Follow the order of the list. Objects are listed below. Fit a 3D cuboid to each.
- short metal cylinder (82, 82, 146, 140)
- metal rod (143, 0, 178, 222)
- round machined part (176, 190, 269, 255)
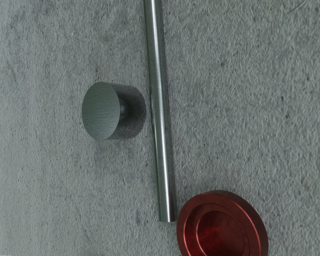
[{"bbox_3d":[-0.066,-0.023,0.441,0.080,0.050,0.079,0,90,39],"label":"short metal cylinder"},{"bbox_3d":[0.000,-0.032,0.403,0.025,0.025,0.298,-7,86,39],"label":"metal rod"},{"bbox_3d":[0.069,0.116,0.335,0.098,0.042,0.097,0,90,39],"label":"round machined part"}]
